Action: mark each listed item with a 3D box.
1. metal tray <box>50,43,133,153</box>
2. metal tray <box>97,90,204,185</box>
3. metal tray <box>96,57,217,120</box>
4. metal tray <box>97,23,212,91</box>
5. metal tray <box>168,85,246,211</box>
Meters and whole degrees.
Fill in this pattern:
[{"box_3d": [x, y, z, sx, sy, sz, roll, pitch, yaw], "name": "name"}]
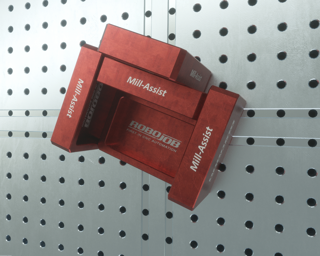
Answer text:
[{"box_3d": [-0.085, -0.035, 0.408, 0.030, 0.090, 0.129, 23, 98, 18], "name": "metal tray"}, {"box_3d": [-0.010, 0.011, 0.413, 0.130, 0.030, 0.090, 23, 98, 18], "name": "metal tray"}, {"box_3d": [0.001, -0.046, 0.378, 0.130, 0.090, 0.030, 23, 98, 18], "name": "metal tray"}, {"box_3d": [0.001, -0.075, 0.356, 0.090, 0.130, 0.030, 24, 99, 18], "name": "metal tray"}, {"box_3d": [0.057, 0.021, 0.357, 0.030, 0.090, 0.129, 23, 98, 18], "name": "metal tray"}]
